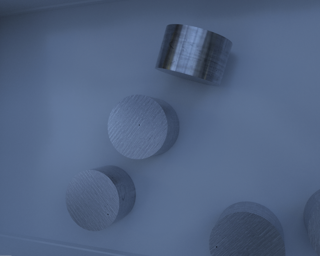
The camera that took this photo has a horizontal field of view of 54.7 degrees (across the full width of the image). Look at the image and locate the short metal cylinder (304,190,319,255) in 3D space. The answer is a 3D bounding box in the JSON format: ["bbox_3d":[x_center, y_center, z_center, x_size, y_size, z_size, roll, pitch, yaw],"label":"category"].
[{"bbox_3d":[0.198,0.104,0.327,0.080,0.050,0.080,0,90,20],"label":"short metal cylinder"}]

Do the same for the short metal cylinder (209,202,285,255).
[{"bbox_3d":[0.102,0.131,0.361,0.080,0.050,0.080,0,90,20],"label":"short metal cylinder"}]

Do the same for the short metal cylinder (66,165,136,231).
[{"bbox_3d":[-0.080,0.094,0.425,0.080,0.050,0.080,0,90,20],"label":"short metal cylinder"}]

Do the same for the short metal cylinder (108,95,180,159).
[{"bbox_3d":[-0.020,-0.001,0.404,0.080,0.050,0.080,0,90,20],"label":"short metal cylinder"}]

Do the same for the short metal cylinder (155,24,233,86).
[{"bbox_3d":[0.039,-0.084,0.367,0.080,0.080,0.050,18,96,19],"label":"short metal cylinder"}]
